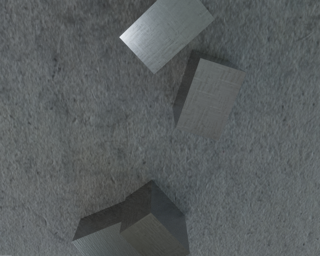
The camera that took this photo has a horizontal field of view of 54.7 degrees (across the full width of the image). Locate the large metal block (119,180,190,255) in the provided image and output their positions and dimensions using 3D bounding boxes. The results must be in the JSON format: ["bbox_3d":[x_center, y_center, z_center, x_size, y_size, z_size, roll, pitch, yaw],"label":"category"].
[{"bbox_3d":[-0.006,0.133,0.429,0.050,0.080,0.080,-37,106,12],"label":"large metal block"}]

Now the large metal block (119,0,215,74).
[{"bbox_3d":[0.006,-0.111,0.340,0.080,0.080,0.050,-41,106,13],"label":"large metal block"}]

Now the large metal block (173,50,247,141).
[{"bbox_3d":[0.053,-0.042,0.366,0.050,0.080,0.079,16,109,-6],"label":"large metal block"}]

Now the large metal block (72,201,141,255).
[{"bbox_3d":[-0.067,0.165,0.456,0.080,0.050,0.080,-24,109,8],"label":"large metal block"}]
